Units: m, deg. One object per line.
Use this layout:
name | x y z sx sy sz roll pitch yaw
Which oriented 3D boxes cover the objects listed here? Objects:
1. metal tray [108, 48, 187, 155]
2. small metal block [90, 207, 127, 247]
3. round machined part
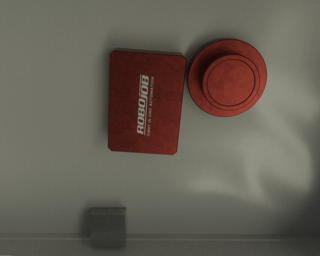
metal tray | -0.018 -0.032 0.397 0.091 0.030 0.129 4 110 -2
small metal block | -0.076 0.147 0.460 0.050 0.025 0.050 0 100 -1
round machined part | 0.083 -0.059 0.382 0.099 0.042 0.097 0 110 -1
